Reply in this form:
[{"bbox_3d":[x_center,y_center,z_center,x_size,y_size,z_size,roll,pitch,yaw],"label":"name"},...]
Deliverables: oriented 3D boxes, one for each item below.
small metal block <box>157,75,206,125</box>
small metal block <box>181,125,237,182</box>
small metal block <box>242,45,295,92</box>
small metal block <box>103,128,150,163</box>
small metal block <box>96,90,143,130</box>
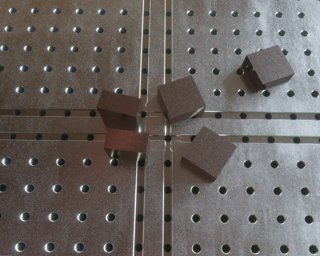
[{"bbox_3d":[0.029,-0.038,0.426,0.050,0.025,0.050,-20,71,-7],"label":"small metal block"},{"bbox_3d":[0.063,0.033,0.400,0.050,0.025,0.050,33,73,11],"label":"small metal block"},{"bbox_3d":[0.155,-0.085,0.445,0.050,0.025,0.050,-19,71,-7],"label":"small metal block"},{"bbox_3d":[-0.040,0.023,0.390,0.050,0.050,0.025,7,70,2],"label":"small metal block"},{"bbox_3d":[-0.051,-0.023,0.406,0.050,0.050,0.025,13,71,4],"label":"small metal block"}]
